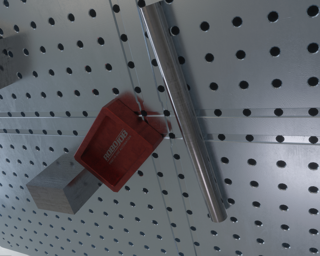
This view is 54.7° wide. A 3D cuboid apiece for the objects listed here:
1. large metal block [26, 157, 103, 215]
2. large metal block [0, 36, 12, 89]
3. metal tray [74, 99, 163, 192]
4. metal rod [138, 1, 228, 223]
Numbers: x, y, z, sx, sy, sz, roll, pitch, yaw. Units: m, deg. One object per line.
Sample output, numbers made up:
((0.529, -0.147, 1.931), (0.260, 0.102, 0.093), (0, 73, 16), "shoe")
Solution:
((-0.156, 0.093, 0.515), (0.080, 0.080, 0.050), (0, 118, 28), "large metal block")
((-0.286, -0.107, 0.480), (0.080, 0.050, 0.079), (22, 127, 15), "large metal block")
((-0.066, 0.030, 0.461), (0.090, 0.030, 0.129), (40, 129, 1), "metal tray")
((0.037, -0.003, 0.389), (0.025, 0.025, 0.298), (-6, 116, 31), "metal rod")
